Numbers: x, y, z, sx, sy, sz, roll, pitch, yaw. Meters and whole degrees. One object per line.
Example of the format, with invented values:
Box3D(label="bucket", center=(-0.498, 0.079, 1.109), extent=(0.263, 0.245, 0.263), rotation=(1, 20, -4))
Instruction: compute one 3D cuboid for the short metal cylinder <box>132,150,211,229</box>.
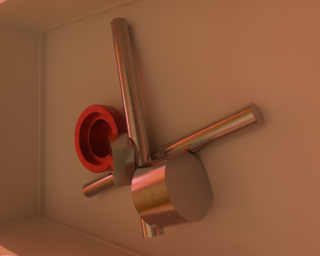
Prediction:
Box3D(label="short metal cylinder", center=(0.014, 0.071, 0.356), extent=(0.050, 0.081, 0.080), rotation=(-25, 75, 37))

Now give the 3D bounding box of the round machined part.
Box3D(label="round machined part", center=(-0.079, 0.015, 0.457), extent=(0.098, 0.042, 0.097), rotation=(0, 90, 39))

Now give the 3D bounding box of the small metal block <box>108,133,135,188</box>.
Box3D(label="small metal block", center=(-0.048, 0.039, 0.389), extent=(0.050, 0.025, 0.050), rotation=(-130, 36, -66))

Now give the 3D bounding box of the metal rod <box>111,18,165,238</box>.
Box3D(label="metal rod", center=(-0.033, -0.013, 0.407), extent=(0.025, 0.025, 0.299), rotation=(-24, 68, 37))

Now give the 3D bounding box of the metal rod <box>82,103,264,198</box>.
Box3D(label="metal rod", center=(-0.006, 0.042, 0.408), extent=(0.299, 0.025, 0.025), rotation=(-28, 73, 36))
